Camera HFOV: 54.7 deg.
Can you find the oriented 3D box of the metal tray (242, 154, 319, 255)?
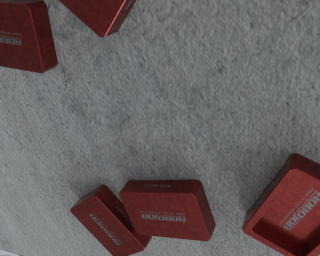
[{"bbox_3d":[0.170,0.103,0.377,0.090,0.030,0.129,28,128,10],"label":"metal tray"}]

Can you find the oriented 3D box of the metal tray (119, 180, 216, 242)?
[{"bbox_3d":[0.010,0.125,0.474,0.130,0.030,0.090,-6,116,30],"label":"metal tray"}]

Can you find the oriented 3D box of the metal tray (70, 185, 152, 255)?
[{"bbox_3d":[-0.088,0.171,0.553,0.130,0.030,0.090,49,128,-7],"label":"metal tray"}]

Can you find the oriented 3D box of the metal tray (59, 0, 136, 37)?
[{"bbox_3d":[-0.058,-0.174,0.325,0.090,0.030,0.129,42,129,-1],"label":"metal tray"}]

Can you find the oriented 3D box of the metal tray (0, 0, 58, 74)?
[{"bbox_3d":[-0.211,-0.131,0.431,0.130,0.030,0.089,12,124,21],"label":"metal tray"}]
